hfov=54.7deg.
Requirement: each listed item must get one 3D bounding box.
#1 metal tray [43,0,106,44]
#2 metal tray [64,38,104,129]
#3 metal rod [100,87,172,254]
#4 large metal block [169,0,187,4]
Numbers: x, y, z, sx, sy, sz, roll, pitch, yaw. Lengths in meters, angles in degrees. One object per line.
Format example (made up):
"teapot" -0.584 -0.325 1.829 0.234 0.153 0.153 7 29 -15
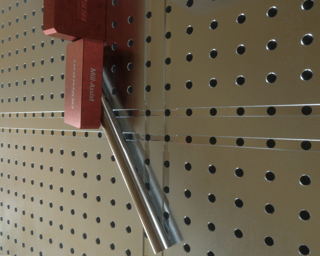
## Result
"metal tray" -0.126 -0.198 0.467 0.030 0.091 0.129 3 92 40
"metal tray" -0.121 -0.067 0.482 0.090 0.030 0.129 12 101 57
"metal rod" -0.057 0.032 0.454 0.025 0.025 0.299 -39 66 33
"large metal block" 0.035 -0.205 0.363 0.080 0.050 0.080 -6 86 39
